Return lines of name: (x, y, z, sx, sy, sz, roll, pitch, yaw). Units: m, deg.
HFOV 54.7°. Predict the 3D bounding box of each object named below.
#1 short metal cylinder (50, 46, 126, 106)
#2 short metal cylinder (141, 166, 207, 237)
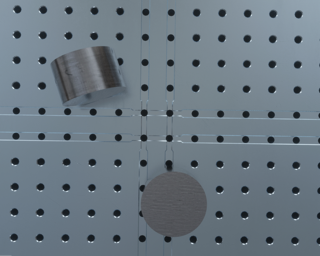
short metal cylinder: (-0.088, -0.062, 0.385, 0.080, 0.080, 0.050, -17, 90, 0)
short metal cylinder: (0.017, 0.093, 0.401, 0.081, 0.050, 0.079, 0, 90, 0)
